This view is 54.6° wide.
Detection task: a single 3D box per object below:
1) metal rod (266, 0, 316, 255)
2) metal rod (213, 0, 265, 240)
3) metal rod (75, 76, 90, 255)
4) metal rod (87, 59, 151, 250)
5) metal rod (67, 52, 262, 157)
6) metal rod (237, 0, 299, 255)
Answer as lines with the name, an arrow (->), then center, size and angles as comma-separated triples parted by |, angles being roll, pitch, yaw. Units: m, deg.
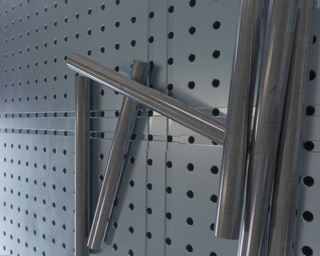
metal rod -> 0.126, 0.029, 0.305 | 0.025, 0.025, 0.298 | 6, 94, 40
metal rod -> 0.084, -0.042, 0.315 | 0.025, 0.025, 0.299 | 4, 85, 40
metal rod -> -0.129, 0.065, 0.517 | 0.025, 0.025, 0.298 | 0, 90, 40
metal rod -> -0.064, 0.047, 0.463 | 0.025, 0.025, 0.298 | 26, 106, 37
metal rod -> -0.013, -0.038, 0.395 | 0.300, 0.025, 0.025 | 28, 108, 28
metal rod -> 0.100, 0.033, 0.303 | 0.025, 0.025, 0.298 | 13, 104, 39
